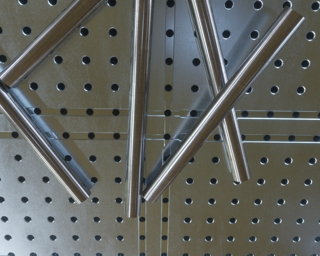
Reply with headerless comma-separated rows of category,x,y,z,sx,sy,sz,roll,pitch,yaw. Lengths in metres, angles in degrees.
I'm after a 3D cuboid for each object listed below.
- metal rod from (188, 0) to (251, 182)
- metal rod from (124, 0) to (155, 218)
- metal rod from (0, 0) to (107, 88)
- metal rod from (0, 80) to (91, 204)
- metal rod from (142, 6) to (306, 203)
metal rod,0.073,-0.064,0.390,0.025,0.025,0.298,-16,110,5
metal rod,-0.030,-0.014,0.407,0.025,0.025,0.298,4,110,-2
metal rod,-0.076,-0.151,0.356,0.300,0.025,0.025,-39,106,12
metal rod,-0.188,-0.019,0.403,0.025,0.025,0.299,-30,108,10
metal rod,0.063,-0.011,0.387,0.025,0.025,0.298,30,116,-11
